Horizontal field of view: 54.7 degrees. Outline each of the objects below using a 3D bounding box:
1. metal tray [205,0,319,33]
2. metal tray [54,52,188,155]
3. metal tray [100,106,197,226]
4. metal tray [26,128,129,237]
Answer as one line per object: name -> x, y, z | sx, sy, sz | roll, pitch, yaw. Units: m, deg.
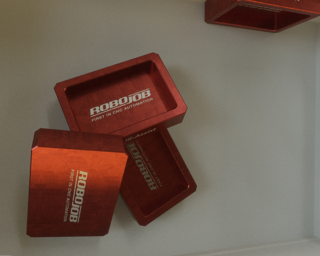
metal tray -> 0.139, -0.165, 0.426 | 0.131, 0.090, 0.030 | 1, 90, -20
metal tray -> -0.045, -0.029, 0.366 | 0.131, 0.030, 0.090 | -21, 71, -14
metal tray -> -0.020, 0.047, 0.400 | 0.091, 0.030, 0.130 | -31, 100, -17
metal tray -> -0.092, 0.065, 0.336 | 0.091, 0.030, 0.129 | 6, 122, -19
